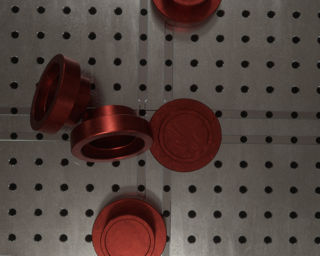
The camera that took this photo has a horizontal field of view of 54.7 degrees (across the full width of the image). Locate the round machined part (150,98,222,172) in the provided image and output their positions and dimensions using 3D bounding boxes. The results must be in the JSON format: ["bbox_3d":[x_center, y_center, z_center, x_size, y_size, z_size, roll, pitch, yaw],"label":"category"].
[{"bbox_3d":[0.032,0.010,0.405,0.099,0.042,0.097,0,90,-1],"label":"round machined part"}]

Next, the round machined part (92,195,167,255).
[{"bbox_3d":[-0.040,0.141,0.404,0.099,0.042,0.097,0,90,-1],"label":"round machined part"}]

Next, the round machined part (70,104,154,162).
[{"bbox_3d":[-0.059,0.006,0.381,0.099,0.098,0.042,-11,66,0],"label":"round machined part"}]

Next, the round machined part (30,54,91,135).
[{"bbox_3d":[-0.121,-0.038,0.385,0.042,0.098,0.098,19,90,-36],"label":"round machined part"}]

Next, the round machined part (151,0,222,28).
[{"bbox_3d":[0.036,-0.186,0.405,0.099,0.042,0.097,0,90,-1],"label":"round machined part"}]
